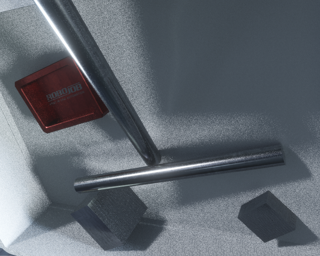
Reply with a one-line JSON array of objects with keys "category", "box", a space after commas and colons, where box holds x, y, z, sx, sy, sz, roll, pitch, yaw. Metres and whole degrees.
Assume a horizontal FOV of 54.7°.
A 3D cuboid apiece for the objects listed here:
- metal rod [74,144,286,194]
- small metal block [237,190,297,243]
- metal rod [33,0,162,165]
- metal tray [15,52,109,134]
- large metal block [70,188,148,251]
[{"category": "metal rod", "box": [0.008, 0.060, 0.417, 0.300, 0.025, 0.025, -13, 112, 25]}, {"category": "small metal block", "box": [0.140, 0.117, 0.407, 0.050, 0.025, 0.050, 43, 129, -2]}, {"category": "metal rod", "box": [-0.051, -0.037, 0.324, 0.025, 0.025, 0.299, 8, 150, 24]}, {"category": "metal tray", "box": [-0.140, -0.048, 0.447, 0.130, 0.030, 0.090, -13, 112, 33]}, {"category": "large metal block", "box": [-0.079, 0.132, 0.494, 0.050, 0.080, 0.080, -33, 100, 38]}]
